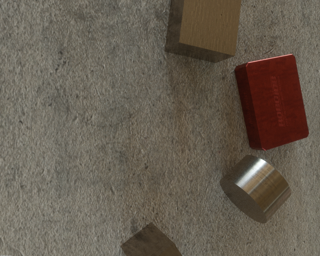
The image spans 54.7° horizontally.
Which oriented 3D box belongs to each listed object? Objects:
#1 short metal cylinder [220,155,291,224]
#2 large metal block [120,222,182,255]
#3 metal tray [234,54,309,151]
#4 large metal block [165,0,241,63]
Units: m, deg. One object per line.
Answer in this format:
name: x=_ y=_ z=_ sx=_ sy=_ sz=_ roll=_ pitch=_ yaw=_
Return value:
short metal cylinder: x=0.130 y=0.084 z=0.428 sx=0.050 sy=0.080 sz=0.080 roll=-41 pitch=103 yaw=-15
large metal block: x=0.002 y=0.174 z=0.381 sx=0.050 sy=0.080 sz=0.080 roll=-34 pitch=101 yaw=-17
metal tray: x=0.171 y=-0.039 z=0.470 sx=0.091 sy=0.030 sz=0.129 roll=-14 pitch=95 yaw=-20
large metal block: x=0.057 y=-0.139 z=0.417 sx=0.081 sy=0.050 sz=0.080 roll=8 pitch=87 yaw=-20
